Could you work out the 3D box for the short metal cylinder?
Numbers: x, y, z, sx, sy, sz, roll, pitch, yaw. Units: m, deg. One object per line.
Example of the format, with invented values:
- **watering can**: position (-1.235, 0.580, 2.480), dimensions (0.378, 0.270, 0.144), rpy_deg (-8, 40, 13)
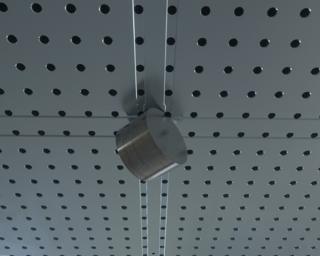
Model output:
- **short metal cylinder**: position (-0.009, 0.021, 0.393), dimensions (0.050, 0.080, 0.080), rpy_deg (-33, 123, 24)
